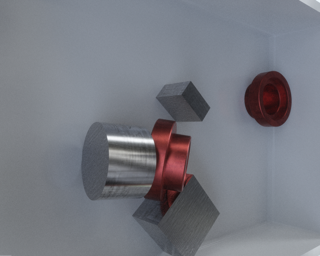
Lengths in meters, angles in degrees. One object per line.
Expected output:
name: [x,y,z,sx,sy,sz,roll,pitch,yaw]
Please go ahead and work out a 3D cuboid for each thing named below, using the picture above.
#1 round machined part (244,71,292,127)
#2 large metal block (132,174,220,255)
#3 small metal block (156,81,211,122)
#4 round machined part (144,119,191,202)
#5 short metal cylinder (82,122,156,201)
round machined part: [0.190,-0.051,0.555,0.099,0.042,0.097,1,88,-37]
large metal block: [0.024,0.116,0.413,0.080,0.050,0.080,-49,120,-29]
small metal block: [0.031,-0.034,0.419,0.050,0.050,0.025,49,61,-30]
round machined part: [0.012,0.040,0.373,0.098,0.042,0.097,8,92,-82]
short metal cylinder: [-0.046,0.035,0.329,0.050,0.080,0.080,5,87,-31]
